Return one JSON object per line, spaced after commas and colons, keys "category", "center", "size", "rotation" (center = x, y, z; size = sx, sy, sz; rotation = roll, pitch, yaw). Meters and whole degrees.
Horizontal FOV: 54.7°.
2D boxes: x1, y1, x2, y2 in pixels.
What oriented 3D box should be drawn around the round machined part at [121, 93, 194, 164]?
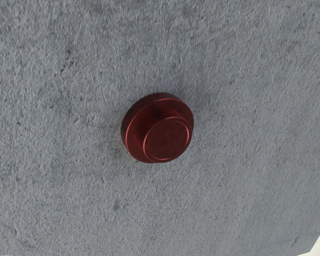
{"category": "round machined part", "center": [0.002, 0.007, 0.404], "size": [0.099, 0.042, 0.097], "rotation": [-14, 125, -21]}
